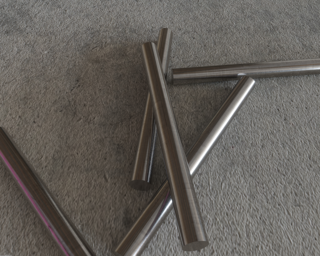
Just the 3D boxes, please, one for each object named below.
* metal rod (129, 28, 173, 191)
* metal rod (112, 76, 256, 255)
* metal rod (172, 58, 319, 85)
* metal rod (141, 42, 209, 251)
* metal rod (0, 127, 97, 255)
[{"bbox_3d":[-0.006,-0.050,0.444,0.025,0.025,0.300,5,50,4],"label":"metal rod"},{"bbox_3d":[0.047,0.030,0.378,0.025,0.025,0.301,27,55,21],"label":"metal rod"},{"bbox_3d":[0.169,-0.090,0.479,0.302,0.025,0.025,-5,50,-4],"label":"metal rod"},{"bbox_3d":[0.008,-0.007,0.374,0.025,0.025,0.300,-7,50,-6],"label":"metal rod"},{"bbox_3d":[-0.109,0.095,0.321,0.025,0.025,0.300,-34,58,-25],"label":"metal rod"}]
